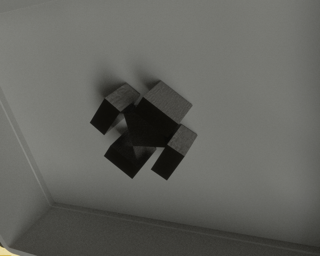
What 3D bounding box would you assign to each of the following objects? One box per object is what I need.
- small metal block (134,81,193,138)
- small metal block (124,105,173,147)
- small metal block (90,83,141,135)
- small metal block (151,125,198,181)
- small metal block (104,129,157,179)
[{"bbox_3d":[0.005,-0.024,0.372,0.050,0.050,0.025,38,128,1],"label":"small metal block"},{"bbox_3d":[-0.015,-0.003,0.412,0.050,0.025,0.050,1,119,28],"label":"small metal block"},{"bbox_3d":[-0.058,-0.025,0.405,0.025,0.050,0.050,41,130,1],"label":"small metal block"},{"bbox_3d":[0.019,0.031,0.399,0.025,0.050,0.050,34,128,4],"label":"small metal block"},{"bbox_3d":[-0.041,0.034,0.433,0.050,0.050,0.025,39,130,2],"label":"small metal block"}]
